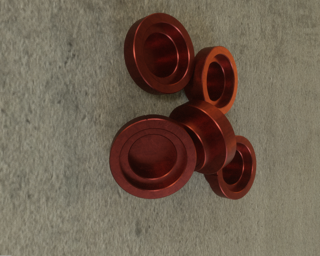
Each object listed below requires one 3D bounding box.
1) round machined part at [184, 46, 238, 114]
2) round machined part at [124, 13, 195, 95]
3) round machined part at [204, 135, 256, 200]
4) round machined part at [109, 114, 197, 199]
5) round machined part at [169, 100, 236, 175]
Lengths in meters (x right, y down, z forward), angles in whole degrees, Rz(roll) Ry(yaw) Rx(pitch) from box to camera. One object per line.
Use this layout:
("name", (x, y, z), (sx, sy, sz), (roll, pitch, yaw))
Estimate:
("round machined part", (0.071, -0.067, 0.448), (0.099, 0.042, 0.097), (-7, 100, -49))
("round machined part", (-0.005, -0.090, 0.391), (0.099, 0.042, 0.097), (0, 90, -40))
("round machined part", (0.105, 0.060, 0.485), (0.099, 0.042, 0.097), (0, 90, -40))
("round machined part", (-0.009, 0.031, 0.367), (0.099, 0.042, 0.097), (-2, 106, -6))
("round machined part", (0.044, 0.017, 0.396), (0.042, 0.098, 0.097), (-28, 108, -37))
